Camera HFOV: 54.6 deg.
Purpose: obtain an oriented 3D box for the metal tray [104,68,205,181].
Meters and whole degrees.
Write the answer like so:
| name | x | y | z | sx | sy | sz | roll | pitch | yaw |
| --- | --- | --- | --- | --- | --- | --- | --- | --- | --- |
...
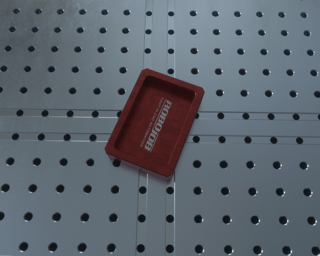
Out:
| name | x | y | z | sx | sy | sz | roll | pitch | yaw |
| --- | --- | --- | --- | --- | --- | --- | --- | --- | --- |
| metal tray | -0.005 | -0.007 | 0.411 | 0.090 | 0.030 | 0.130 | 21 | 71 | 7 |
